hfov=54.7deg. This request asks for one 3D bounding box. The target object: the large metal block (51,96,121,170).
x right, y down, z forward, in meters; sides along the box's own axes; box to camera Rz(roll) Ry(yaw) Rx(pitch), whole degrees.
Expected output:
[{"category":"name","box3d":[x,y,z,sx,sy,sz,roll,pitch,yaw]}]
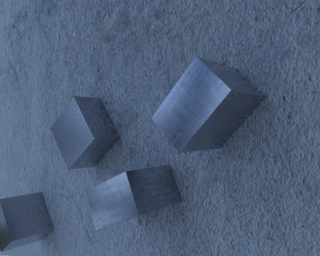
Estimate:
[{"category":"large metal block","box3d":[-0.119,0.008,0.487,0.080,0.050,0.080,-45,63,30]}]

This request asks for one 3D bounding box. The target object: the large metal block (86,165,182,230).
[{"category":"large metal block","box3d":[-0.033,0.088,0.396,0.080,0.081,0.050,-30,71,36]}]

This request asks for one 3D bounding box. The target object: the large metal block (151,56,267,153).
[{"category":"large metal block","box3d":[0.052,-0.022,0.326,0.050,0.081,0.080,51,120,27]}]

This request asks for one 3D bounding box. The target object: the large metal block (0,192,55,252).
[{"category":"large metal block","box3d":[-0.260,0.174,0.584,0.050,0.081,0.080,-43,64,32]}]
